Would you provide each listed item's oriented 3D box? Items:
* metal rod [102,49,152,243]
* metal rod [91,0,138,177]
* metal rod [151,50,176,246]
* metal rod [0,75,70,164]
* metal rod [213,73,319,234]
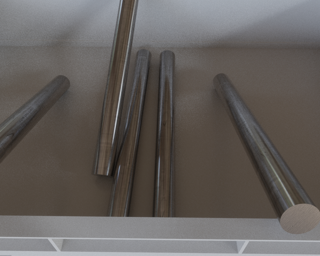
[{"bbox_3d":[-0.036,-0.003,0.407,0.025,0.025,0.300,3,50,2],"label":"metal rod"},{"bbox_3d":[-0.052,-0.088,0.400,0.025,0.025,0.299,5,74,4],"label":"metal rod"},{"bbox_3d":[0.008,-0.001,0.405,0.025,0.025,0.300,1,50,1],"label":"metal rod"},{"bbox_3d":[-0.148,-0.005,0.326,0.025,0.025,0.300,0,25,0],"label":"metal rod"},{"bbox_3d":[0.091,-0.006,0.331,0.025,0.025,0.300,1,25,1],"label":"metal rod"}]
